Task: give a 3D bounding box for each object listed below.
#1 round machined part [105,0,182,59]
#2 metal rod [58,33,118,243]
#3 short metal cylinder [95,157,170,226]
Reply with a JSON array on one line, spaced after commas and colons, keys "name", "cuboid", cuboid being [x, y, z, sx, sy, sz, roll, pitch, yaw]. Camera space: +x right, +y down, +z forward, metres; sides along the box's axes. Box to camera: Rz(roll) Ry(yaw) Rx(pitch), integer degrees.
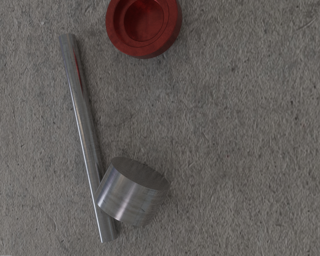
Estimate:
[{"name": "round machined part", "cuboid": [-0.018, -0.139, 0.406, 0.098, 0.042, 0.097, 0, 90, 20]}, {"name": "metal rod", "cuboid": [-0.104, 0.011, 0.445, 0.025, 0.025, 0.298, -14, 85, 19]}, {"name": "short metal cylinder", "cuboid": [-0.035, 0.078, 0.392, 0.080, 0.080, 0.050, 29, 100, 17]}]
